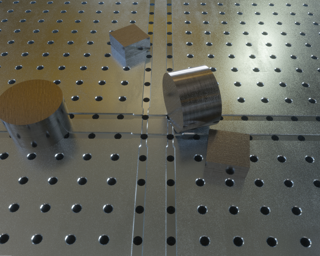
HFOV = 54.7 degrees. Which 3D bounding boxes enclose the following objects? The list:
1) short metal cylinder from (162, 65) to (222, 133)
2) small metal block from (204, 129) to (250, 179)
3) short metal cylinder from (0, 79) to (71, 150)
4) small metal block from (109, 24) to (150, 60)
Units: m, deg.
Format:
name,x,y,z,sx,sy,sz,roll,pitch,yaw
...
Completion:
name,x,y,z,sx,sy,sz,roll,pitch,yaw
short metal cylinder,0.040,-0.037,0.404,0.050,0.080,0.080,-14,52,-11
small metal block,0.083,0.031,0.382,0.050,0.025,0.050,8,50,6
short metal cylinder,-0.162,-0.018,0.405,0.081,0.050,0.080,0,50,0
small metal block,-0.052,-0.150,0.533,0.050,0.025,0.050,-29,56,-22
